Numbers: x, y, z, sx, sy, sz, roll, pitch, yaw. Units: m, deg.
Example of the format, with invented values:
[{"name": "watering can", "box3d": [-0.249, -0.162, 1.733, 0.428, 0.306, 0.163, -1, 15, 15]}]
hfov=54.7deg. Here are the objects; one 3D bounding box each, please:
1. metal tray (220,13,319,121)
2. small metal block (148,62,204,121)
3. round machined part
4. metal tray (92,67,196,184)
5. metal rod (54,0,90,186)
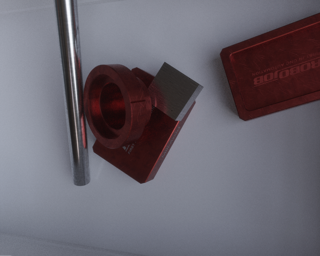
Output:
[{"name": "metal tray", "box3d": [0.145, -0.068, 0.356, 0.130, 0.030, 0.090, -17, 84, 18]}, {"name": "small metal block", "box3d": [0.016, -0.043, 0.372, 0.050, 0.025, 0.050, 36, 101, 16]}, {"name": "round machined part", "box3d": [-0.047, -0.027, 0.370, 0.098, 0.042, 0.097, 15, 111, 44]}, {"name": "metal tray", "box3d": [-0.023, -0.004, 0.415, 0.090, 0.030, 0.129, 31, 100, 17]}, {"name": "metal rod", "box3d": [-0.108, -0.055, 0.383, 0.025, 0.025, 0.298, 13, 119, 19]}]
